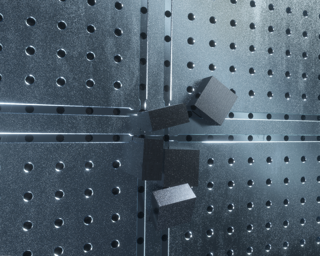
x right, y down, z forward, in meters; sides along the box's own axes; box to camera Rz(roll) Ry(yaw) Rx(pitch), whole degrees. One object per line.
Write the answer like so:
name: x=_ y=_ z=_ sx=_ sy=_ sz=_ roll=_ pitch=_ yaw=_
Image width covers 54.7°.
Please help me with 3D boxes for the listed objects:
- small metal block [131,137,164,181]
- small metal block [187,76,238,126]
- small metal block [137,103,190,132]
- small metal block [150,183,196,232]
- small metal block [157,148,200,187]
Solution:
small metal block: x=-0.017 y=0.038 z=0.394 sx=0.025 sy=0.050 sz=0.050 roll=4 pitch=89 yaw=-20
small metal block: x=0.075 y=-0.038 z=0.442 sx=0.050 sy=0.025 sz=0.050 roll=36 pitch=78 yaw=-17
small metal block: x=0.003 y=-0.014 z=0.401 sx=0.050 sy=0.050 sz=0.025 roll=-14 pitch=95 yaw=-20
small metal block: x=0.016 y=0.104 z=0.407 sx=0.050 sy=0.025 sz=0.050 roll=-9 pitch=128 yaw=-20
small metal block: x=0.025 y=0.053 z=0.423 sx=0.050 sy=0.025 sz=0.050 roll=3 pitch=89 yaw=-21
